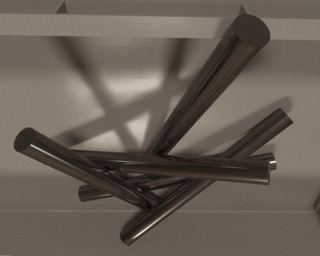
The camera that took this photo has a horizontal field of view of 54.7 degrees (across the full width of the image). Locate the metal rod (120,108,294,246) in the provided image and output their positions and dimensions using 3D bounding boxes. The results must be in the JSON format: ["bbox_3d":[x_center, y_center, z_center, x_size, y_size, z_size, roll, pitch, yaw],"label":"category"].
[{"bbox_3d":[0.055,0.078,0.440,0.299,0.025,0.025,-41,120,16],"label":"metal rod"}]

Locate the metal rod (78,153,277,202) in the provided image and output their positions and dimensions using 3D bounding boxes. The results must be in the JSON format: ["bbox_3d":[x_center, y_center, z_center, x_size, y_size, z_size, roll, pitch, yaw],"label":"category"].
[{"bbox_3d":[0.021,0.077,0.475,0.301,0.025,0.025,-11,130,8],"label":"metal rod"}]

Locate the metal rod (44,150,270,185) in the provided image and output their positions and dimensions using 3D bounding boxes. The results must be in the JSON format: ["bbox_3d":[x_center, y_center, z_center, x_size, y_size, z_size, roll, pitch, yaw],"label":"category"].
[{"bbox_3d":[-0.024,0.044,0.381,0.301,0.025,0.025,1,133,25],"label":"metal rod"}]

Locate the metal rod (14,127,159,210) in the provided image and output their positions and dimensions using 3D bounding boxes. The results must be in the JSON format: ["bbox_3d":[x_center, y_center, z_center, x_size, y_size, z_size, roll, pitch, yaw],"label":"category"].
[{"bbox_3d":[-0.061,0.075,0.405,0.025,0.025,0.300,-22,146,17],"label":"metal rod"}]

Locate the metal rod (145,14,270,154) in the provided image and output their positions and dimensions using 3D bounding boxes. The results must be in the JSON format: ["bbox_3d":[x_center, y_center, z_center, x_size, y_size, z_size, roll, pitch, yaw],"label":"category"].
[{"bbox_3d":[0.019,-0.004,0.323,0.025,0.025,0.299,12,155,-11],"label":"metal rod"}]
